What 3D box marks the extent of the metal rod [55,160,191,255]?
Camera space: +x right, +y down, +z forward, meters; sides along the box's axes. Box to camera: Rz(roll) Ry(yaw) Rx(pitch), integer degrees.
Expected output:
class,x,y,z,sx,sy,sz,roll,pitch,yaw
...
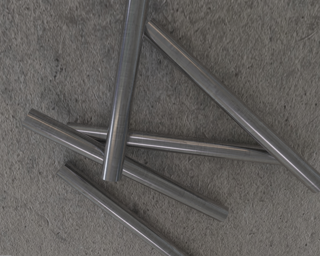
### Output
class,x,y,z,sx,sy,sz,roll,pitch,yaw
metal rod,-0.027,0.151,0.465,0.300,0.025,0.025,42,105,-14

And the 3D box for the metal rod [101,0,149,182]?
class,x,y,z,sx,sy,sz,roll,pitch,yaw
metal rod,-0.035,-0.083,0.353,0.025,0.025,0.298,9,100,-4

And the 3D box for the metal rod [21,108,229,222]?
class,x,y,z,sx,sy,sz,roll,pitch,yaw
metal rod,-0.032,0.057,0.412,0.301,0.025,0.025,29,108,-17

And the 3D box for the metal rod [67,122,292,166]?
class,x,y,z,sx,sy,sz,roll,pitch,yaw
metal rod,0.027,0.022,0.417,0.302,0.025,0.025,7,110,-3

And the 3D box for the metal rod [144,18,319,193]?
class,x,y,z,sx,sy,sz,roll,pitch,yaw
metal rod,0.096,-0.022,0.386,0.300,0.025,0.025,41,105,-8
